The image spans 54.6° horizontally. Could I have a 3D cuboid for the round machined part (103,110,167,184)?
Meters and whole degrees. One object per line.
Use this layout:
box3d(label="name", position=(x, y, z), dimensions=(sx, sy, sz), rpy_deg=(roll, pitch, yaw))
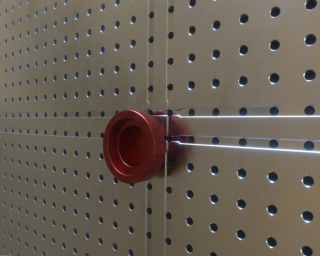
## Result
box3d(label="round machined part", position=(-0.030, 0.025, 0.425), dimensions=(0.098, 0.042, 0.097), rpy_deg=(0, 90, 40))
